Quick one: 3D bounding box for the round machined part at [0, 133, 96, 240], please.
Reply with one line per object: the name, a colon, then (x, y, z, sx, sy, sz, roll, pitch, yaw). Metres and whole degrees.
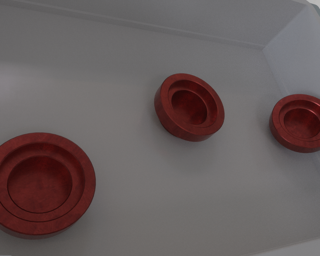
round machined part: (-0.116, 0.057, 0.298, 0.099, 0.042, 0.098, 14, 56, -21)

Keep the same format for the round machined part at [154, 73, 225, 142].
round machined part: (0.037, -0.024, 0.429, 0.099, 0.042, 0.098, 14, 56, -21)

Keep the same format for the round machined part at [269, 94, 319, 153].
round machined part: (0.227, -0.004, 0.502, 0.099, 0.042, 0.098, -2, 61, 4)
